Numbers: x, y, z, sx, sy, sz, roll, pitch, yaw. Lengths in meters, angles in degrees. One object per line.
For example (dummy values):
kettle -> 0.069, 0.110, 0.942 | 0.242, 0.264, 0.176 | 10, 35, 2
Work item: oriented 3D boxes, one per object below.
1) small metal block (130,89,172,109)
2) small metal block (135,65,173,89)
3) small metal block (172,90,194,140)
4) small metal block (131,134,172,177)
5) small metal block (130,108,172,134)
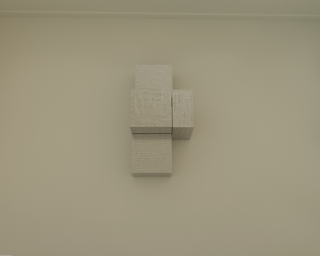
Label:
small metal block -> -0.011, -0.028, 0.405 | 0.050, 0.050, 0.025 | 0, 70, 0
small metal block -> -0.008, -0.059, 0.429 | 0.050, 0.025, 0.050 | 0, 70, 0
small metal block -> 0.028, -0.016, 0.400 | 0.025, 0.050, 0.050 | 0, 70, 0
small metal block -> -0.010, 0.035, 0.395 | 0.050, 0.025, 0.050 | 0, 70, 0
small metal block -> -0.011, -0.005, 0.396 | 0.050, 0.050, 0.025 | 0, 70, 0
